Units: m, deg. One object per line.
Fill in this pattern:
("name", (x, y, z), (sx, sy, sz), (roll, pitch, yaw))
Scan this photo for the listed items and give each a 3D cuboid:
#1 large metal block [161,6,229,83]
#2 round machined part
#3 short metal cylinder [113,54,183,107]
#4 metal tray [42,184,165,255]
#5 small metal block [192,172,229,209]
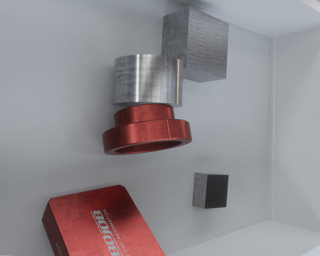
("large metal block", (0.049, -0.112, 0.434), (0.081, 0.050, 0.080), (6, 87, -40))
("round machined part", (-0.016, 0.001, 0.350), (0.099, 0.098, 0.042), (1, 76, -40))
("short metal cylinder", (-0.013, -0.051, 0.361), (0.081, 0.080, 0.050), (2, 89, -40))
("metal tray", (-0.050, 0.121, 0.306), (0.091, 0.130, 0.030), (-4, 134, -40))
("small metal block", (0.078, 0.095, 0.475), (0.050, 0.025, 0.050), (9, 84, -40))
